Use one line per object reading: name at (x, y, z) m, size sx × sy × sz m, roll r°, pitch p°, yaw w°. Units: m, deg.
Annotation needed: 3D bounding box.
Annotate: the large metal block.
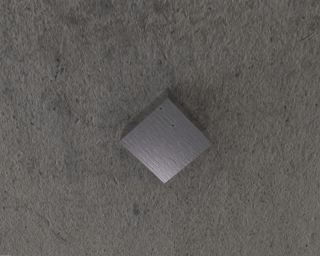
large metal block at (0.008, 0.009, 0.400) m, size 0.080 × 0.050 × 0.080 m, roll -41°, pitch 105°, yaw 13°
